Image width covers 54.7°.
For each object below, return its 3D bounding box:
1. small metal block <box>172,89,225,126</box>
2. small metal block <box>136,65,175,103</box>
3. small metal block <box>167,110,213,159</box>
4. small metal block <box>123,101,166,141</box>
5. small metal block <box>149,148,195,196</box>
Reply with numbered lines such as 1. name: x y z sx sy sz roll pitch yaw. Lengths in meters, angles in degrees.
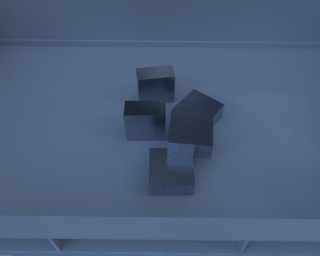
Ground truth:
1. small metal block: 0.052 -0.020 0.422 0.050 0.025 0.050 31 57 23
2. small metal block: -0.006 -0.060 0.439 0.050 0.050 0.025 -7 51 -6
3. small metal block: 0.036 0.007 0.367 0.050 0.025 0.050 5 50 4
4. small metal block: -0.018 -0.008 0.396 0.050 0.050 0.025 0 50 0
5. small metal block: 0.013 0.051 0.362 0.050 0.025 0.050 0 50 0
